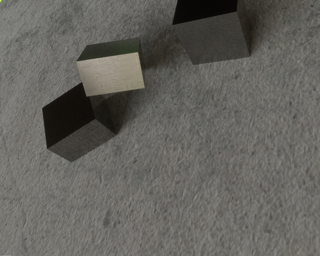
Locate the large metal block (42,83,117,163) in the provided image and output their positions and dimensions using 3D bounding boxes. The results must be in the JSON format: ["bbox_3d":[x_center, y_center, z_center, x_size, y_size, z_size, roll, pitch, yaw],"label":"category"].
[{"bbox_3d":[-0.120,-0.010,0.453,0.080,0.050,0.080,-31,52,10],"label":"large metal block"}]

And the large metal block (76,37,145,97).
[{"bbox_3d":[-0.065,-0.089,0.443,0.080,0.050,0.080,-8,30,2],"label":"large metal block"}]

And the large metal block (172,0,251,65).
[{"bbox_3d":[0.072,-0.134,0.412,0.080,0.080,0.050,-3,61,26],"label":"large metal block"}]
